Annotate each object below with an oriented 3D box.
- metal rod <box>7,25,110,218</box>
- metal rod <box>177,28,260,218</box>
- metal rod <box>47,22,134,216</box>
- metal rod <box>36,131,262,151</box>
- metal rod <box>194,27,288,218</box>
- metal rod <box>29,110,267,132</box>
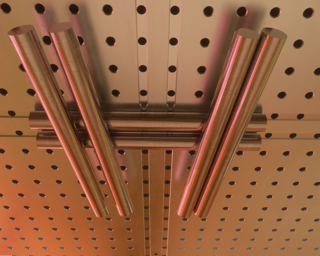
[{"bbox_3d":[-0.112,0.018,0.394,0.025,0.025,0.299,-6,130,5],"label":"metal rod"},{"bbox_3d":[0.062,0.020,0.397,0.025,0.025,0.298,7,130,-6],"label":"metal rod"},{"bbox_3d":[-0.075,0.016,0.392,0.025,0.025,0.299,-6,130,5],"label":"metal rod"},{"bbox_3d":[-0.014,0.018,0.427,0.302,0.025,0.025,1,130,-1],"label":"metal rod"},{"bbox_3d":[0.088,0.020,0.397,0.025,0.025,0.298,7,130,-6],"label":"metal rod"},{"bbox_3d":[-0.014,-0.009,0.405,0.302,0.025,0.025,1,130,-1],"label":"metal rod"}]
